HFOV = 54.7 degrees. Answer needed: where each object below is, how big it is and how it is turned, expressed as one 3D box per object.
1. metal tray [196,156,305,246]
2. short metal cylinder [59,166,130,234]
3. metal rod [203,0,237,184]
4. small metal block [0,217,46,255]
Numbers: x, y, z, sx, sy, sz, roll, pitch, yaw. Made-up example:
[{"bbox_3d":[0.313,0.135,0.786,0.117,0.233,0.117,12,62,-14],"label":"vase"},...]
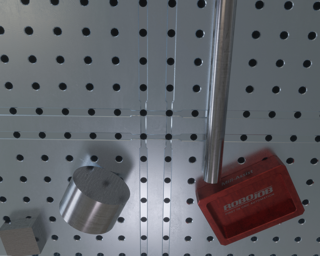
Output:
[{"bbox_3d":[0.130,0.107,0.451,0.130,0.030,0.090,-26,108,9],"label":"metal tray"},{"bbox_3d":[-0.088,0.095,0.418,0.080,0.080,0.050,25,108,-9],"label":"short metal cylinder"},{"bbox_3d":[0.076,-0.067,0.389,0.025,0.025,0.298,1,110,-1],"label":"metal rod"},{"bbox_3d":[-0.209,0.167,0.473,0.050,0.025,0.050,-7,110,2],"label":"small metal block"}]
